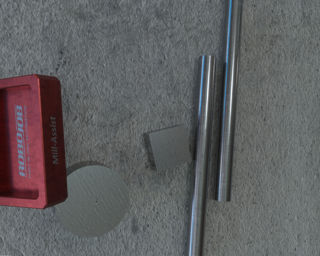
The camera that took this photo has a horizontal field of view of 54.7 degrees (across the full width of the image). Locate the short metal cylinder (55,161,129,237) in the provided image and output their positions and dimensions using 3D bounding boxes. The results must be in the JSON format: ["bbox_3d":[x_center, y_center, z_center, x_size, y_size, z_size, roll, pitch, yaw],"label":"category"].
[{"bbox_3d":[-0.082,0.081,0.366,0.081,0.050,0.079,0,90,-20],"label":"short metal cylinder"}]

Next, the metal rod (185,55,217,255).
[{"bbox_3d":[0.056,0.050,0.429,0.025,0.025,0.298,4,89,-20],"label":"metal rod"}]

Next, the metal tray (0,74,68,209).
[{"bbox_3d":[-0.145,0.014,0.323,0.090,0.030,0.129,-3,92,24],"label":"metal tray"}]

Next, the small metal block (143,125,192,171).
[{"bbox_3d":[0.010,0.025,0.413,0.050,0.025,0.050,-14,95,-20],"label":"small metal block"}]

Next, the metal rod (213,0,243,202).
[{"bbox_3d":[0.098,-0.046,0.445,0.025,0.025,0.298,4,89,-20],"label":"metal rod"}]
